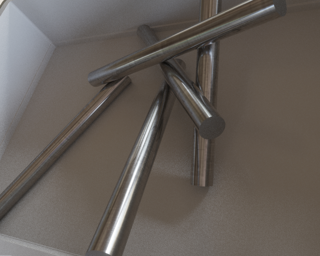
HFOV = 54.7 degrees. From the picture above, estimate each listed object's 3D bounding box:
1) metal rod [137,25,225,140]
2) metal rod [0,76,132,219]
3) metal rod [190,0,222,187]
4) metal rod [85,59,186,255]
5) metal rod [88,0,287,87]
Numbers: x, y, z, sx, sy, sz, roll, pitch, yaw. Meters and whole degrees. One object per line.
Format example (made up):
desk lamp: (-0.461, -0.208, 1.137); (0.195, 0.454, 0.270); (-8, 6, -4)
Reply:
metal rod: (0.010, -0.080, 0.397); (0.025, 0.025, 0.300); (-33, 36, 6)
metal rod: (-0.154, 0.028, 0.466); (0.300, 0.025, 0.025); (-47, 52, -6)
metal rod: (0.055, -0.086, 0.350); (0.025, 0.025, 0.298); (2, 88, 29)
metal rod: (-0.008, 0.002, 0.334); (0.025, 0.025, 0.301); (-10, 34, 23)
metal rod: (0.000, -0.091, 0.371); (0.299, 0.025, 0.025); (-9, 56, 47)
